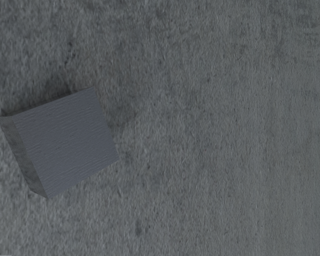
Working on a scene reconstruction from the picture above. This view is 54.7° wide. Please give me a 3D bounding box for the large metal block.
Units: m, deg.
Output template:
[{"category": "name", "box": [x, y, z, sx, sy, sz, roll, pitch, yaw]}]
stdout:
[{"category": "large metal block", "box": [-0.098, 0.011, 0.307, 0.081, 0.050, 0.080, -29, 108, -37]}]
